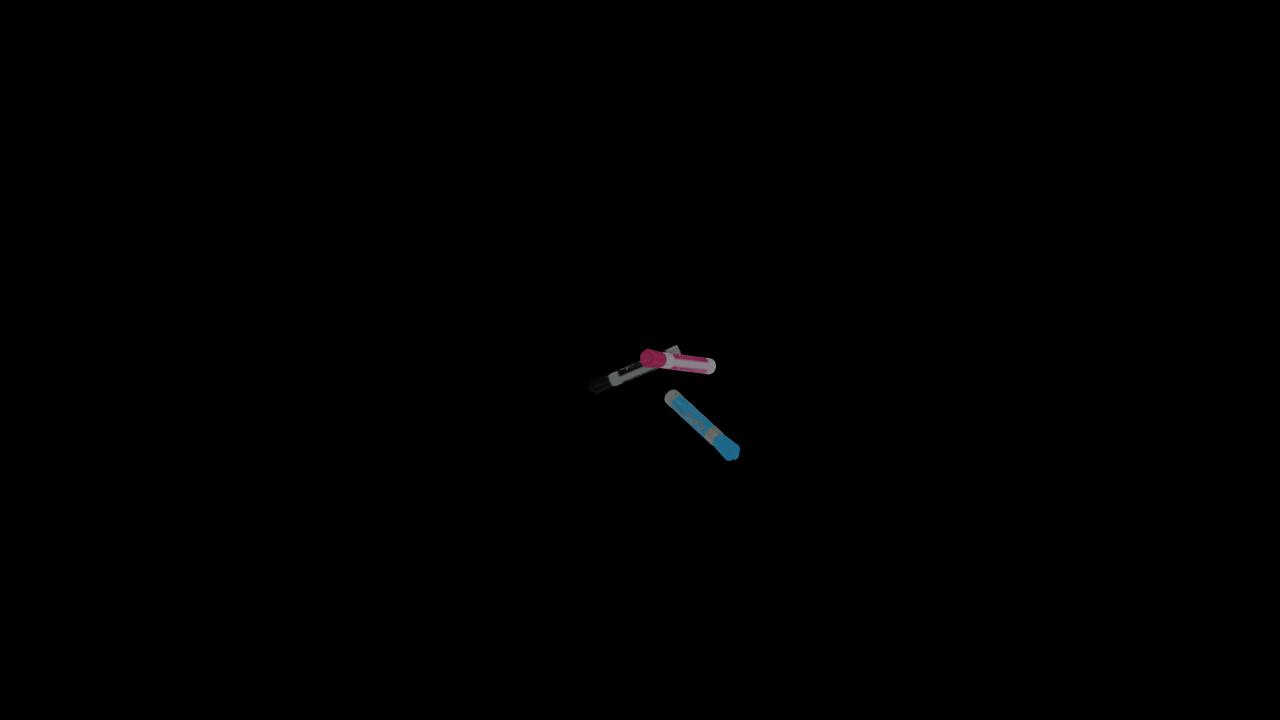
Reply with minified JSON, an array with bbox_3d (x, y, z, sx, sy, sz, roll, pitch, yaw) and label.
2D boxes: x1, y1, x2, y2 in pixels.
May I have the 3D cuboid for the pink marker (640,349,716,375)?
[{"bbox_3d":[0.041,0.002,0.656,0.020,0.020,0.121,0,-5,39],"label":"pink marker"}]

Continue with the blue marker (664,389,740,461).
[{"bbox_3d":[0.064,0.066,0.638,0.020,0.020,0.121,0,25,-32],"label":"blue marker"}]

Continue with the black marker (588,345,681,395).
[{"bbox_3d":[-0.007,0.013,0.751,0.121,0.020,0.020,-23,-2,6],"label":"black marker"}]
